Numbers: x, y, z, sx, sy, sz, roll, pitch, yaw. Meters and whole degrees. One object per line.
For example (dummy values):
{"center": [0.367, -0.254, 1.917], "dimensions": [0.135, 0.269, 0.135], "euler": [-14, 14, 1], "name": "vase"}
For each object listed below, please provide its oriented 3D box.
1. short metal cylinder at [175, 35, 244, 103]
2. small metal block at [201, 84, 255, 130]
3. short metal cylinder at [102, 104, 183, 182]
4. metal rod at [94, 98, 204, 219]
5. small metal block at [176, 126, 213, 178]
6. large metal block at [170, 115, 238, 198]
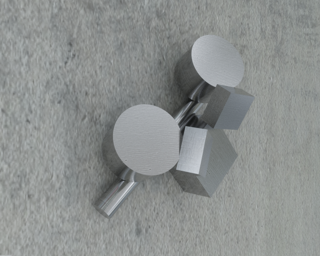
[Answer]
{"center": [0.068, -0.081, 0.430], "dimensions": [0.081, 0.050, 0.080], "euler": [8, 69, -21], "name": "short metal cylinder"}
{"center": [0.088, -0.026, 0.401], "dimensions": [0.050, 0.025, 0.050], "euler": [3, 119, -40], "name": "small metal block"}
{"center": [-0.021, 0.019, 0.356], "dimensions": [0.081, 0.050, 0.080], "euler": [8, 69, -21], "name": "short metal cylinder"}
{"center": [0.021, -0.003, 0.425], "dimensions": [0.301, 0.025, 0.025], "euler": [-49, 119, -29], "name": "metal rod"}
{"center": [0.042, 0.029, 0.363], "dimensions": [0.050, 0.025, 0.050], "euler": [40, 62, -69], "name": "small metal block"}
{"center": [0.055, 0.037, 0.436], "dimensions": [0.080, 0.050, 0.080], "euler": [-49, 119, -29], "name": "large metal block"}
